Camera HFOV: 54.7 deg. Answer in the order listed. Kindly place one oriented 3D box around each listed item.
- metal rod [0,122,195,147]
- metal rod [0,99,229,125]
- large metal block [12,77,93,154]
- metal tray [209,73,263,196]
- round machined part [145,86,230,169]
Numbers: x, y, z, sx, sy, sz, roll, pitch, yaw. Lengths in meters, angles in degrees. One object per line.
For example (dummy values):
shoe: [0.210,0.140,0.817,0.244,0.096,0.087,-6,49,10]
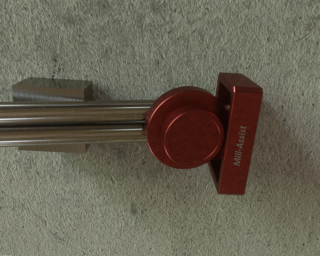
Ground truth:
metal rod: [-0.067,0.006,0.364,0.302,0.025,0.025,-2,111,-14]
metal rod: [-0.065,-0.019,0.355,0.302,0.025,0.025,-2,111,-13]
large metal block: [-0.129,-0.017,0.386,0.081,0.050,0.079,3,110,-2]
metal tray: [0.087,0.004,0.379,0.030,0.090,0.129,3,110,-2]
round machined part: [0.034,0.005,0.352,0.099,0.042,0.097,-4,113,-10]
